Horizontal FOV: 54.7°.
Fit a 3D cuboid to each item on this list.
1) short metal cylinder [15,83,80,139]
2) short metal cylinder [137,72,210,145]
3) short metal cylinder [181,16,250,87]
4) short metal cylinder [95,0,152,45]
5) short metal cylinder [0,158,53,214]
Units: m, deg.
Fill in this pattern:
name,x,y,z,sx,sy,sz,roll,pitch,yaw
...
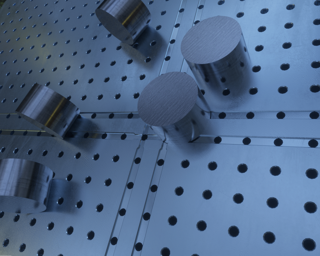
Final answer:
name,x,y,z,sx,sy,sz,roll,pitch,yaw
short metal cylinder,-0.172,-0.025,0.479,0.080,0.080,0.050,17,71,35
short metal cylinder,0.019,-0.025,0.398,0.080,0.050,0.080,-13,56,21
short metal cylinder,0.074,-0.102,0.416,0.080,0.050,0.080,-13,56,21
short metal cylinder,-0.061,-0.187,0.519,0.080,0.080,0.050,31,79,38
short metal cylinder,-0.193,0.081,0.424,0.080,0.080,0.050,-13,57,21
